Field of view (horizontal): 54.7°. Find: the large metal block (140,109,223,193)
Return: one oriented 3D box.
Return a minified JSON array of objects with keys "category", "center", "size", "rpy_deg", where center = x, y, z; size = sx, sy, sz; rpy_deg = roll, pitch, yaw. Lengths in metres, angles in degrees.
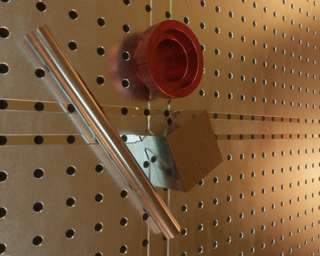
[{"category":"large metal block","center":[0.032,0.028,0.420],"size":[0.081,0.050,0.080],"rpy_deg":[-33,111,-35]}]

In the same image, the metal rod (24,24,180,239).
[{"category":"metal rod","center":[-0.053,0.022,0.364],"size":[0.025,0.025,0.299],"rpy_deg":[-45,117,-31]}]

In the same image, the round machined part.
[{"category":"round machined part","center":[0.008,-0.087,0.405],"size":[0.099,0.042,0.097],"rpy_deg":[0,90,-40]}]
